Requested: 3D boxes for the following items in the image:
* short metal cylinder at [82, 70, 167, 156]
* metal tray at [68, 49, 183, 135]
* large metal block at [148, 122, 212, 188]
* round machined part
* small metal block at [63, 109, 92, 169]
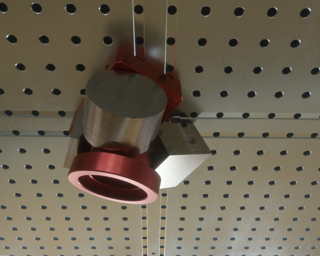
[{"bbox_3d":[-0.038,-0.017,0.321,0.081,0.080,0.050,10,129,-9],"label":"short metal cylinder"},{"bbox_3d":[-0.045,-0.023,0.389,0.090,0.030,0.129,28,125,-22],"label":"metal tray"},{"bbox_3d":[0.006,0.038,0.404,0.081,0.050,0.080,3,139,-45],"label":"large metal block"},{"bbox_3d":[-0.047,0.048,0.342,0.099,0.042,0.098,9,151,6],"label":"round machined part"},{"bbox_3d":[-0.092,0.015,0.365,0.025,0.050,0.050,15,128,-13],"label":"small metal block"}]
